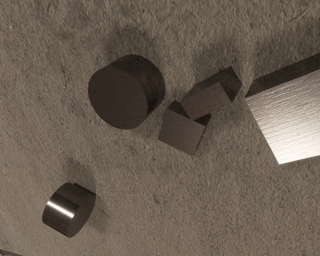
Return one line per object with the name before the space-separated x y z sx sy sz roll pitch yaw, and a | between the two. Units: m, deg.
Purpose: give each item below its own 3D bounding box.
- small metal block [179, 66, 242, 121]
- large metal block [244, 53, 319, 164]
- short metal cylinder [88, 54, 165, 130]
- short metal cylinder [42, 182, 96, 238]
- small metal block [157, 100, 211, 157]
small metal block | 0.056 -0.038 0.337 0.050 0.050 0.025 -25 105 36
large metal block | 0.142 -0.019 0.304 0.080 0.050 0.080 -22 107 35
short metal cylinder | -0.040 -0.045 0.383 0.080 0.050 0.079 13 124 20
short metal cylinder | -0.157 0.142 0.539 0.050 0.080 0.079 25 127 13
small metal block | 0.030 0.000 0.390 0.050 0.025 0.050 26 127 11
